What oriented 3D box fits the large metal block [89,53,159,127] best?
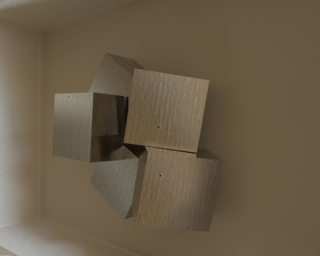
[{"bbox_3d":[-0.050,-0.045,0.428,0.080,0.050,0.080,43,116,31],"label":"large metal block"}]

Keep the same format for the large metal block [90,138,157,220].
[{"bbox_3d":[-0.039,0.060,0.415,0.080,0.050,0.079,37,112,33],"label":"large metal block"}]

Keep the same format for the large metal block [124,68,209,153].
[{"bbox_3d":[0.005,-0.021,0.355,0.081,0.050,0.079,8,97,-6],"label":"large metal block"}]

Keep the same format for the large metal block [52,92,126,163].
[{"bbox_3d":[-0.091,-0.002,0.394,0.080,0.050,0.079,4,91,40],"label":"large metal block"}]

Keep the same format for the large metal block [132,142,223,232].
[{"bbox_3d":[0.016,0.064,0.345,0.050,0.081,0.079,-138,57,-76],"label":"large metal block"}]
